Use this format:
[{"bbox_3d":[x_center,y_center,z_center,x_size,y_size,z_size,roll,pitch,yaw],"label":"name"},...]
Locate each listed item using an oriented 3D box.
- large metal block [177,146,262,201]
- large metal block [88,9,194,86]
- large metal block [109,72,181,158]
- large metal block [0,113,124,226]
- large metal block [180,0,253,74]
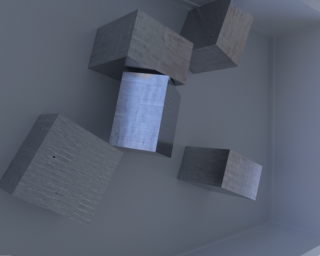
[{"bbox_3d":[0.086,0.064,0.446,0.080,0.080,0.050,26,74,-38],"label":"large metal block"},{"bbox_3d":[-0.022,-0.082,0.354,0.080,0.080,0.050,19,78,-39],"label":"large metal block"},{"bbox_3d":[-0.013,-0.011,0.357,0.080,0.050,0.080,38,60,-74],"label":"large metal block"},{"bbox_3d":[-0.097,0.041,0.310,0.080,0.050,0.080,37,67,-34],"label":"large metal block"},{"bbox_3d":[0.073,-0.128,0.434,0.050,0.080,0.080,32,70,-36],"label":"large metal block"}]
